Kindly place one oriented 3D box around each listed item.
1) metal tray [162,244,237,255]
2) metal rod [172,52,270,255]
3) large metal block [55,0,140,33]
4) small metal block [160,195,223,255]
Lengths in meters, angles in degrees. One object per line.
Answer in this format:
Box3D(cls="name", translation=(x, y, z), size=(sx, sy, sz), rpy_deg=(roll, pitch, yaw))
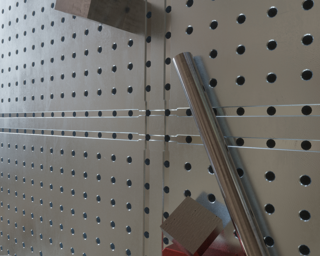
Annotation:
Box3D(cls="metal tray", translation=(0.049, 0.210, 0.364), size=(0.090, 0.030, 0.129), rpy_deg=(-3, 88, 39))
Box3D(cls="metal rod", translation=(0.074, 0.049, 0.347), size=(0.025, 0.025, 0.299), rpy_deg=(-29, 72, 36))
Box3D(cls="large metal block", translation=(-0.090, -0.178, 0.445), size=(0.080, 0.081, 0.050), rpy_deg=(27, 107, 36))
Box3D(cls="small metal block", translation=(0.037, 0.116, 0.359), size=(0.050, 0.050, 0.025), rpy_deg=(31, 152, 35))
